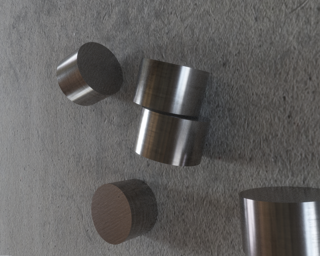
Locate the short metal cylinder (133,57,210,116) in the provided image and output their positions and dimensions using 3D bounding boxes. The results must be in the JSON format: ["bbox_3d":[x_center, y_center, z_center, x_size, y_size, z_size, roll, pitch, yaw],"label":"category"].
[{"bbox_3d":[0.013,-0.048,0.359,0.080,0.081,0.050,21,104,38],"label":"short metal cylinder"}]

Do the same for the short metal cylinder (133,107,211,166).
[{"bbox_3d":[0.013,0.007,0.358,0.080,0.081,0.050,20,103,38],"label":"short metal cylinder"}]

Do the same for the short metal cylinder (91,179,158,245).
[{"bbox_3d":[-0.050,0.114,0.430,0.080,0.050,0.080,0,90,40],"label":"short metal cylinder"}]

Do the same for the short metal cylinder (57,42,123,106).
[{"bbox_3d":[-0.101,-0.078,0.453,0.050,0.081,0.080,-20,78,38],"label":"short metal cylinder"}]

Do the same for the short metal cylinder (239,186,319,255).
[{"bbox_3d":[0.113,0.083,0.276,0.080,0.081,0.050,-5,87,40],"label":"short metal cylinder"}]
